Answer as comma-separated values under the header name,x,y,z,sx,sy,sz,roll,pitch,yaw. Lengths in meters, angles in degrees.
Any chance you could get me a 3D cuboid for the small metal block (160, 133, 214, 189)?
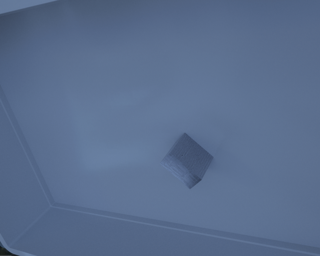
name,x,y,z,sx,sy,sz,roll,pitch,yaw
small metal block,0.035,0.041,0.400,0.050,0.050,0.025,41,129,0
